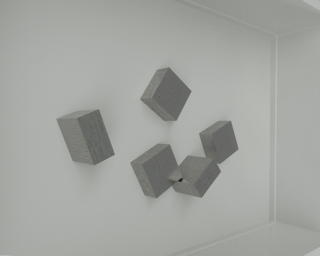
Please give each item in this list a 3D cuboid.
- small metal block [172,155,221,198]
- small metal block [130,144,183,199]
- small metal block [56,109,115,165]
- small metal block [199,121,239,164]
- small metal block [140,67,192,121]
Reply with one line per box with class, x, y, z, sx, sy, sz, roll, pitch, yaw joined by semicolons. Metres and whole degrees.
small metal block;0.048;0.066;0.430;0.050;0.050;0.025;-46;118;-30
small metal block;-0.004;0.055;0.403;0.050;0.025;0.050;-34;111;-35
small metal block;-0.079;0.009;0.324;0.025;0.050;0.050;-28;108;-37
small metal block;0.093;0.021;0.484;0.050;0.025;0.050;-30;109;-36
small metal block;0.009;-0.044;0.414;0.050;0.025;0.050;42;65;-32
